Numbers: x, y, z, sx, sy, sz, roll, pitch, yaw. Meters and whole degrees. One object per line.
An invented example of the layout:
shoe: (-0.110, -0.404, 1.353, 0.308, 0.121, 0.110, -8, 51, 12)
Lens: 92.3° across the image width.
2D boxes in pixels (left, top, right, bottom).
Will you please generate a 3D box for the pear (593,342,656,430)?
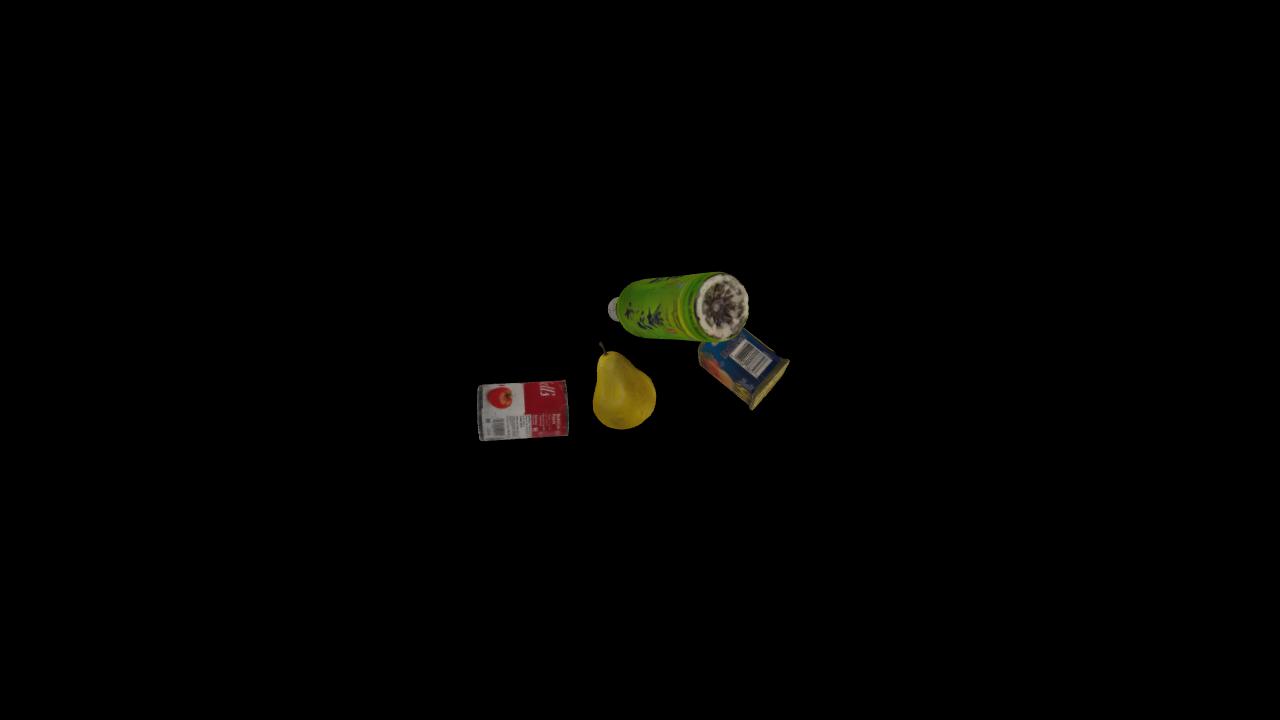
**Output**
pear: (-0.026, 0.024, 0.731, 0.080, 0.111, 0.080, -14, 16, 4)

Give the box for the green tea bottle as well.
green tea bottle: (0.027, -0.056, 0.676, 0.073, 0.073, 0.212, 0, 1, -31)

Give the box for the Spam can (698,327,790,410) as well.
Spam can: (0.114, 0.003, 0.693, 0.085, 0.058, 0.101, 41, -6, 14)

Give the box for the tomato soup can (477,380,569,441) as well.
tomato soup can: (-0.136, 0.059, 0.719, 0.101, 0.068, 0.068, -3, 1, -10)
